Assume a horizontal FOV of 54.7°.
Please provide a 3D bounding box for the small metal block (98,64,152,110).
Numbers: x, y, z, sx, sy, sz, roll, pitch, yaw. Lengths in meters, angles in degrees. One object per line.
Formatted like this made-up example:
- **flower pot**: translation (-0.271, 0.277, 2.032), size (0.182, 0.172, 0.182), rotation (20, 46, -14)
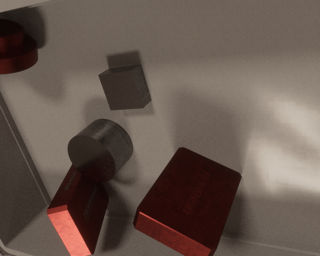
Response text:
- **small metal block**: translation (-0.044, -0.052, 0.399), size (0.050, 0.025, 0.050), rotation (-2, 118, 28)

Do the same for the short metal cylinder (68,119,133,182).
- **short metal cylinder**: translation (-0.087, 0.033, 0.457), size (0.080, 0.050, 0.079), rotation (13, 124, 20)

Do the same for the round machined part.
- **round machined part**: translation (-0.213, -0.111, 0.402), size (0.098, 0.098, 0.042), rotation (22, 127, 14)

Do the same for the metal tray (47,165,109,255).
- **metal tray**: translation (-0.118, 0.117, 0.472), size (0.030, 0.130, 0.090), rotation (-15, 113, 8)

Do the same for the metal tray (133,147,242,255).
- **metal tray**: translation (0.038, 0.084, 0.372), size (0.090, 0.131, 0.030), rotation (25, 127, 13)
